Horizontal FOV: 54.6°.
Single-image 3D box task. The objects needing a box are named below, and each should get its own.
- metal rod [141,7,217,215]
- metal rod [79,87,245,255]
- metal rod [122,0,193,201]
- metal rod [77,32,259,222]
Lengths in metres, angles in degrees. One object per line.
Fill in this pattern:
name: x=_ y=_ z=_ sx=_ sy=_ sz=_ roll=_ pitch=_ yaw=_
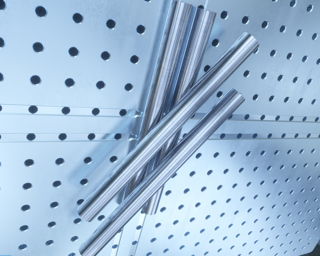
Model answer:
metal rod: x=0.018 y=-0.005 z=0.418 sx=0.025 sy=0.025 sz=0.298 roll=1 pitch=118 yaw=-29
metal rod: x=0.000 y=0.064 z=0.417 sx=0.300 sy=0.025 sz=0.025 roll=-47 pitch=129 yaw=4
metal rod: x=-0.012 y=-0.007 z=0.400 sx=0.025 sy=0.025 sz=0.298 roll=1 pitch=118 yaw=-29
metal rod: x=0.007 y=0.002 z=0.384 sx=0.300 sy=0.025 sz=0.025 roll=-46 pitch=129 yaw=4
